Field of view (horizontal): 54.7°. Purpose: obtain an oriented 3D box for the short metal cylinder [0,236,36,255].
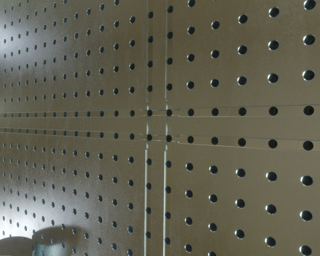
[{"bbox_3d":[-0.291,0.258,0.615,0.080,0.081,0.050,16,100,39],"label":"short metal cylinder"}]
